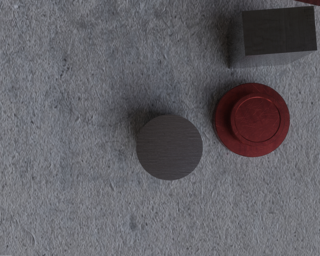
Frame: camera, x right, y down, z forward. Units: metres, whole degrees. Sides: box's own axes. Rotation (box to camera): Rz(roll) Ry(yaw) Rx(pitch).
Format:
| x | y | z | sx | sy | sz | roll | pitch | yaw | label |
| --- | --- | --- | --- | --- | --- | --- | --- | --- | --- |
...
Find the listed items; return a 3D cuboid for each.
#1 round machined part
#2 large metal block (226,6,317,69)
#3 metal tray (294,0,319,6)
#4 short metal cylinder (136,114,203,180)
| x | y | z | sx | sy | sz | roll | pitch | yaw | label |
| --- | --- | --- | --- | --- | --- | --- | --- | --- | --- |
| 0.121 | -0.010 | 0.403 | 0.099 | 0.042 | 0.097 | 0 | 90 | 0 | round machined part |
| 0.133 | -0.108 | 0.384 | 0.080 | 0.080 | 0.050 | -5 | 90 | 0 | large metal block |
| 0.173 | -0.223 | 0.409 | 0.131 | 0.030 | 0.089 | 13 | 90 | 0 | metal tray |
| 0.011 | 0.023 | 0.398 | 0.081 | 0.050 | 0.080 | 0 | 90 | 0 | short metal cylinder |
